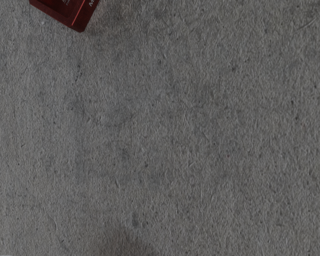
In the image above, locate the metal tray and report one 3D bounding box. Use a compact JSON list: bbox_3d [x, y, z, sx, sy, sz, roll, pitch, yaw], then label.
[{"bbox_3d":[-0.124,-0.218,0.449,0.090,0.030,0.129,34,101,16],"label":"metal tray"}]
